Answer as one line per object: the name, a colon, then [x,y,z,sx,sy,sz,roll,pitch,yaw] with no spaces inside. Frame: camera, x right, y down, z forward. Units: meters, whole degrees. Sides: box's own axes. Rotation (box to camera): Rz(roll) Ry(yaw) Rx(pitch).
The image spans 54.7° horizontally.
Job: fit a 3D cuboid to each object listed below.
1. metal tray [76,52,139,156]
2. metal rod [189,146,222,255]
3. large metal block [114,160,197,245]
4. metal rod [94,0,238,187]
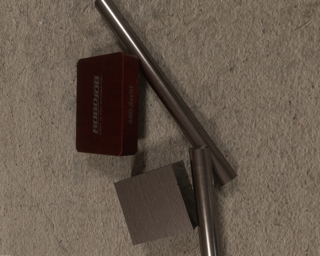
metal tray: [-0.072,-0.030,0.416,0.090,0.030,0.129,1,90,37]
metal rod: [0.064,0.171,0.372,0.025,0.025,0.298,-6,93,19]
large metal block: [-0.001,0.093,0.395,0.080,0.050,0.080,-21,83,18]
metal rod: [0.002,-0.056,0.407,0.025,0.025,0.299,-38,78,16]
